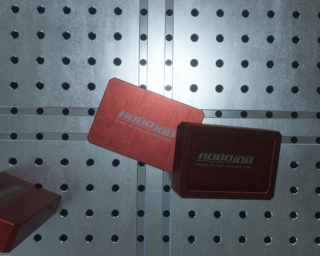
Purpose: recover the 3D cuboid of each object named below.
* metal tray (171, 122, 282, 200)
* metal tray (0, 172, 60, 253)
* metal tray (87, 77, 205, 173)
[{"bbox_3d":[0.085,0.042,0.393,0.131,0.030,0.089,5,94,-15],"label":"metal tray"},{"bbox_3d":[-0.182,0.090,0.359,0.090,0.130,0.030,22,90,-1],"label":"metal tray"},{"bbox_3d":[-0.018,-0.002,0.411,0.131,0.030,0.090,21,90,-1],"label":"metal tray"}]
